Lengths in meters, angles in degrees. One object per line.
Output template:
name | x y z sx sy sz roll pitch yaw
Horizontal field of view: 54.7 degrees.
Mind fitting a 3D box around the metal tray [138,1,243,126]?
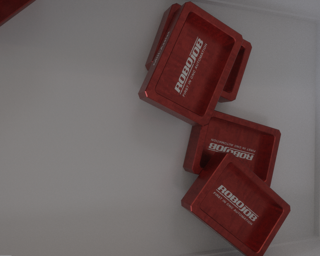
metal tray | 0.040 -0.078 0.389 0.090 0.030 0.130 26 81 -18

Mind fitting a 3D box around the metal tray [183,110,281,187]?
metal tray | 0.106 0.032 0.446 0.131 0.030 0.090 15 85 -20

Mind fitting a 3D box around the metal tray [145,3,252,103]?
metal tray | 0.056 -0.099 0.427 0.131 0.030 0.090 21 83 -19

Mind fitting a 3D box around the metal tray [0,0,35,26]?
metal tray | -0.158 -0.139 0.296 0.090 0.130 0.030 -45 104 -14

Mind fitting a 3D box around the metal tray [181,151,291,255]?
metal tray | 0.103 0.104 0.413 0.130 0.030 0.090 41 77 -16
